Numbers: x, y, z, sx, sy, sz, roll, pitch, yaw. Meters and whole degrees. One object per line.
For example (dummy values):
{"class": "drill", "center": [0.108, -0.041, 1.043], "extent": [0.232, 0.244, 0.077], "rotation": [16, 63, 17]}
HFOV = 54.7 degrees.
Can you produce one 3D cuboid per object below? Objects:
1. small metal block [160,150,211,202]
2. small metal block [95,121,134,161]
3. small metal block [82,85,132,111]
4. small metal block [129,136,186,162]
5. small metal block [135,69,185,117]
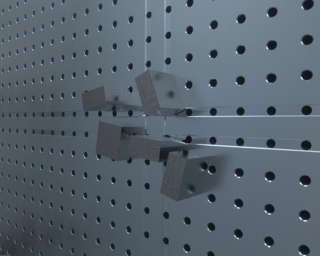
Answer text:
{"class": "small metal block", "center": [0.030, 0.054, 0.366], "extent": [0.025, 0.050, 0.050], "rotation": [21, 103, 38]}
{"class": "small metal block", "center": [-0.068, 0.018, 0.463], "extent": [0.050, 0.025, 0.050], "rotation": [13, 98, 39]}
{"class": "small metal block", "center": [-0.078, -0.042, 0.455], "extent": [0.050, 0.050, 0.025], "rotation": [-12, 83, 39]}
{"class": "small metal block", "center": [-0.003, 0.025, 0.394], "extent": [0.050, 0.050, 0.025], "rotation": [9, 96, 39]}
{"class": "small metal block", "center": [0.001, -0.043, 0.391], "extent": [0.025, 0.050, 0.050], "rotation": [-26, 74, 37]}
